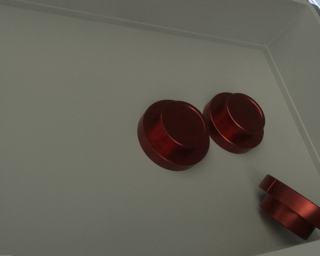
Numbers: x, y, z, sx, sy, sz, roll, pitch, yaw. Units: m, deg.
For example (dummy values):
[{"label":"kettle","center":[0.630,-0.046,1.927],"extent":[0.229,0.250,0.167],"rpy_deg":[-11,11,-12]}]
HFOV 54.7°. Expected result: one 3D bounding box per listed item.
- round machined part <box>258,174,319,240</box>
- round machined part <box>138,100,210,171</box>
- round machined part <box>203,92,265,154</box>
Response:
[{"label":"round machined part","center":[0.169,0.105,0.398],"extent":[0.098,0.098,0.042],"rpy_deg":[35,92,-5]},{"label":"round machined part","center":[0.024,0.003,0.405],"extent":[0.099,0.042,0.098],"rpy_deg":[14,56,-21]},{"label":"round machined part","center":[0.118,-0.014,0.466],"extent":[0.099,0.042,0.098],"rpy_deg":[14,56,-21]}]
